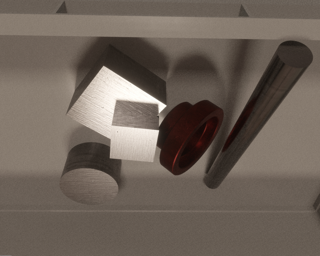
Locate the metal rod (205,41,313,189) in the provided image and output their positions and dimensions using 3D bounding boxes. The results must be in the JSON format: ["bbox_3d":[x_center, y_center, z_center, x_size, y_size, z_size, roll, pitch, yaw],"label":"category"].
[{"bbox_3d":[0.089,0.016,0.351,0.025,0.025,0.299,2,153,-2],"label":"metal rod"}]

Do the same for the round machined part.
[{"bbox_3d":[0.032,0.007,0.381,0.042,0.099,0.097,36,133,23],"label":"round machined part"}]

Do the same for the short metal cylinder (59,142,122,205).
[{"bbox_3d":[-0.098,0.066,0.448,0.081,0.050,0.079,0,130,0],"label":"short metal cylinder"}]

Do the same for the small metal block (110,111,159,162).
[{"bbox_3d":[-0.029,0.011,0.352,0.050,0.025,0.050,6,130,-6],"label":"small metal block"}]

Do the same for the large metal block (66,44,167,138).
[{"bbox_3d":[-0.049,-0.035,0.362,0.080,0.050,0.080,31,123,-24],"label":"large metal block"}]
